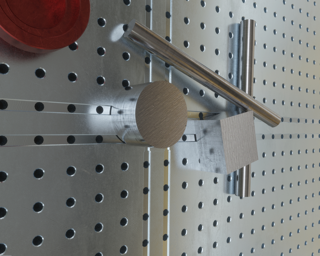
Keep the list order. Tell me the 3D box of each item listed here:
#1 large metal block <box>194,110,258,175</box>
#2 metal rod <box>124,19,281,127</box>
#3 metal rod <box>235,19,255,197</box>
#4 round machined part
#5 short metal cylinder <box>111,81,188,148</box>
[{"bbox_3d":[0.104,0.019,0.480,0.081,0.050,0.079,-15,100,-39],"label":"large metal block"},{"bbox_3d":[0.080,-0.067,0.455,0.302,0.025,0.025,25,74,-31],"label":"metal rod"},{"bbox_3d":[0.146,-0.034,0.530,0.025,0.025,0.298,4,88,-40],"label":"metal rod"},{"bbox_3d":[-0.121,-0.121,0.296,0.099,0.042,0.097,0,90,-40],"label":"round machined part"},{"bbox_3d":[-0.012,-0.016,0.382,0.081,0.050,0.080,0,90,-40],"label":"short metal cylinder"}]
